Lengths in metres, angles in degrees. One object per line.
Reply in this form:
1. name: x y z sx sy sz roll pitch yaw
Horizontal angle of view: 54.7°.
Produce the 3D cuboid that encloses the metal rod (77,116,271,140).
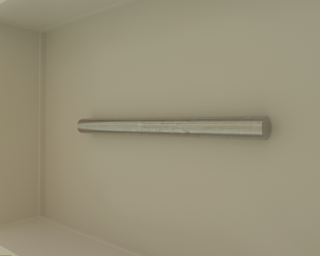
1. metal rod: -0.008 -0.002 0.409 0.300 0.025 0.025 1 91 39
